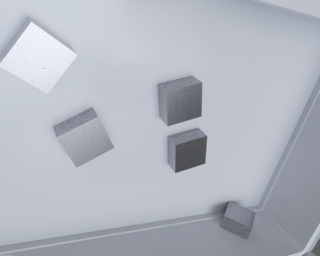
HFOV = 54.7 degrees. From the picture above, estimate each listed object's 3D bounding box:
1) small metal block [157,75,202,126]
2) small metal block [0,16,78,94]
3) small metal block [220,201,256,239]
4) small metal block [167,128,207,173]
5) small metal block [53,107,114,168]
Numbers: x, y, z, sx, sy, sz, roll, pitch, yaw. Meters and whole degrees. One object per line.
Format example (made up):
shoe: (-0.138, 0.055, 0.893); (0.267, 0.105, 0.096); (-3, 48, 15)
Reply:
small metal block: (0.026, -0.035, 0.401); (0.050, 0.025, 0.050); (-17, 125, -19)
small metal block: (-0.118, -0.070, 0.301); (0.050, 0.025, 0.050); (34, 99, -39)
small metal block: (0.141, 0.164, 0.557); (0.050, 0.050, 0.025); (-40, 148, -61)
small metal block: (0.039, 0.032, 0.450); (0.050, 0.025, 0.050); (-15, 125, -20)
small metal block: (-0.089, 0.011, 0.367); (0.050, 0.025, 0.050); (-28, 128, -11)
